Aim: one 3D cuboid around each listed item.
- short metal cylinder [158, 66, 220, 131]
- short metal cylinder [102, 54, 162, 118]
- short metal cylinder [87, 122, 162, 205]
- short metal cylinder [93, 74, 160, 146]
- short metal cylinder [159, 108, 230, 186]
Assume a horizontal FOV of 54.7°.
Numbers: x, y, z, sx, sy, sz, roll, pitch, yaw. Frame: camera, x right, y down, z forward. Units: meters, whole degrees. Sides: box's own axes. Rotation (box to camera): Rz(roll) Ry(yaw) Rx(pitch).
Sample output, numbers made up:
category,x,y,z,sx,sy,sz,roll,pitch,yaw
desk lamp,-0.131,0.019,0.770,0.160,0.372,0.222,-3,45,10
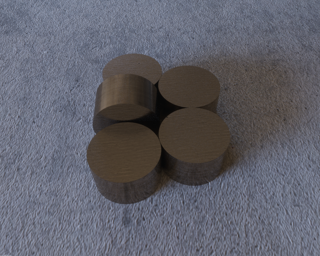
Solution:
category,x,y,z,sx,sy,sz,roll,pitch,yaw
short metal cylinder,0.038,-0.040,0.421,0.080,0.050,0.080,0,51,0
short metal cylinder,-0.037,-0.061,0.439,0.080,0.050,0.080,0,50,1
short metal cylinder,-0.038,0.040,0.354,0.080,0.050,0.080,0,50,1
short metal cylinder,-0.041,-0.021,0.386,0.081,0.080,0.050,-2,50,-2
short metal cylinder,0.039,0.022,0.369,0.080,0.050,0.080,0,51,1
